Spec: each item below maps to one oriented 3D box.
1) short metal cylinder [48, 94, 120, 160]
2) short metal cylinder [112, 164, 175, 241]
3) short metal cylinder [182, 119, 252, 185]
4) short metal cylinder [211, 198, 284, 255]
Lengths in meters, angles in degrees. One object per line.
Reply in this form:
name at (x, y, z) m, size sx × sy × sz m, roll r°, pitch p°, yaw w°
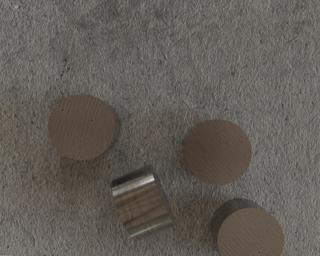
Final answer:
short metal cylinder at (-0.094, -0.001, 0.397) m, size 0.081 × 0.050 × 0.080 m, roll 0°, pitch 90°, yaw 0°
short metal cylinder at (-0.020, 0.091, 0.382) m, size 0.050 × 0.080 × 0.080 m, roll -23°, pitch 90°, yaw 0°
short metal cylinder at (0.070, 0.029, 0.398) m, size 0.081 × 0.050 × 0.080 m, roll 0°, pitch 90°, yaw 0°
short metal cylinder at (0.110, 0.136, 0.398) m, size 0.081 × 0.050 × 0.080 m, roll 0°, pitch 90°, yaw 0°
